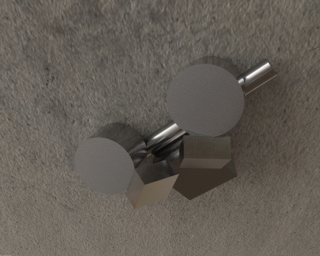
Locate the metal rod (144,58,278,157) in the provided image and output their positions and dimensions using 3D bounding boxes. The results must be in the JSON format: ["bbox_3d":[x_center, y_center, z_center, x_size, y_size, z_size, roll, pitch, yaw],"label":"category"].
[{"bbox_3d":[0.014,0.006,0.413,0.299,0.025,0.025,-34,123,25],"label":"metal rod"}]

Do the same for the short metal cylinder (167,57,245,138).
[{"bbox_3d":[0.053,-0.036,0.343,0.080,0.050,0.079,6,112,14],"label":"short metal cylinder"}]

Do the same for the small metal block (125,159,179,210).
[{"bbox_3d":[-0.010,0.070,0.387,0.050,0.025,0.050,-12,139,-34],"label":"small metal block"}]

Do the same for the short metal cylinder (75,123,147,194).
[{"bbox_3d":[-0.063,0.039,0.407,0.080,0.050,0.079,6,112,14],"label":"short metal cylinder"}]

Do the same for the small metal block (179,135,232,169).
[{"bbox_3d":[0.049,0.028,0.352,0.050,0.025,0.050,2,161,-2],"label":"small metal block"}]

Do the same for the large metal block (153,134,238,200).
[{"bbox_3d":[0.047,0.046,0.430,0.080,0.050,0.080,-34,123,25],"label":"large metal block"}]
